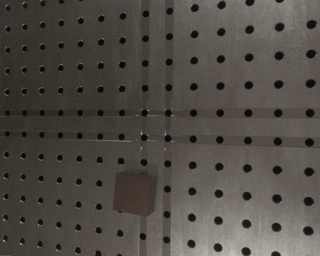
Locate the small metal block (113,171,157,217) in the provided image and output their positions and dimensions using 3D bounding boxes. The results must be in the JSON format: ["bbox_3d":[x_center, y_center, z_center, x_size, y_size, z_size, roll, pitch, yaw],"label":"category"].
[{"bbox_3d":[-0.034,0.089,0.424,0.050,0.025,0.050,6,92,19],"label":"small metal block"}]
